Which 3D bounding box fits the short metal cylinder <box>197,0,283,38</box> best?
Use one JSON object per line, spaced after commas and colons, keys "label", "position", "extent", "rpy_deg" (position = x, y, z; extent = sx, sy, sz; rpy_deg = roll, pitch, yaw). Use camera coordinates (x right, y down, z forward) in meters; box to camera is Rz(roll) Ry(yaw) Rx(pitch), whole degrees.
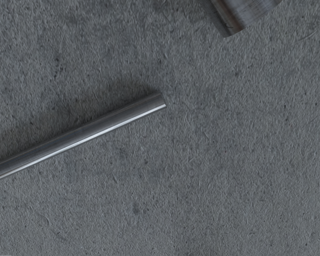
{"label": "short metal cylinder", "position": [0.087, -0.142, 0.329], "extent": [0.080, 0.080, 0.050], "rpy_deg": [-36, 106, 12]}

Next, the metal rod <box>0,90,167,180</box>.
{"label": "metal rod", "position": [-0.133, 0.021, 0.416], "extent": [0.301, 0.025, 0.025], "rpy_deg": [-23, 109, 8]}
